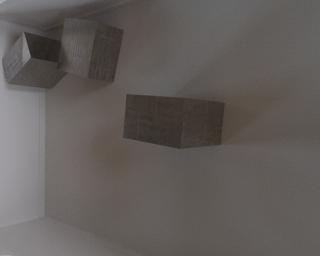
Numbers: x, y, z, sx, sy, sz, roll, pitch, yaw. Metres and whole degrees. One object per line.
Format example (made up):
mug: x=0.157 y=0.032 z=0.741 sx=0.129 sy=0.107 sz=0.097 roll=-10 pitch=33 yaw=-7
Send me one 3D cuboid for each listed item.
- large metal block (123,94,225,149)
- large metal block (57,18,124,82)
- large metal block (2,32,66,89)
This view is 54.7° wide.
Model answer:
large metal block: x=0.017 y=-0.009 z=0.356 sx=0.080 sy=0.081 sz=0.050 roll=8 pitch=96 yaw=39
large metal block: x=-0.109 y=-0.120 z=0.478 sx=0.080 sy=0.050 sz=0.079 roll=21 pitch=103 yaw=37
large metal block: x=-0.213 y=-0.114 z=0.541 sx=0.080 sy=0.081 sz=0.050 roll=-32 pitch=71 yaw=33
